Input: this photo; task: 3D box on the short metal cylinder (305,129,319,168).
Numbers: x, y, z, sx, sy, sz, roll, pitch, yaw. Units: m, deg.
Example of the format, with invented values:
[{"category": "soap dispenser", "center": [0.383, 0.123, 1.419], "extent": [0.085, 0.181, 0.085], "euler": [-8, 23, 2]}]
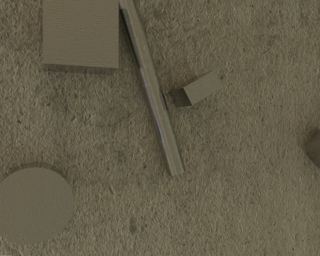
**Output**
[{"category": "short metal cylinder", "center": [0.281, 0.034, 0.486], "extent": [0.050, 0.080, 0.080], "euler": [-44, 104, -15]}]

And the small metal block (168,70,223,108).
[{"category": "small metal block", "center": [0.046, -0.051, 0.414], "extent": [0.050, 0.050, 0.025], "euler": [-31, 101, -18]}]

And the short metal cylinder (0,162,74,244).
[{"category": "short metal cylinder", "center": [-0.140, 0.080, 0.345], "extent": [0.081, 0.050, 0.079], "euler": [0, 90, -21]}]

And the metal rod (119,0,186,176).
[{"category": "metal rod", "center": [-0.020, -0.082, 0.402], "extent": [0.025, 0.025, 0.298], "euler": [-19, 97, -19]}]

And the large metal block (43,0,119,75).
[{"category": "large metal block", "center": [-0.094, -0.108, 0.362], "extent": [0.081, 0.050, 0.079], "euler": [0, 90, -21]}]
